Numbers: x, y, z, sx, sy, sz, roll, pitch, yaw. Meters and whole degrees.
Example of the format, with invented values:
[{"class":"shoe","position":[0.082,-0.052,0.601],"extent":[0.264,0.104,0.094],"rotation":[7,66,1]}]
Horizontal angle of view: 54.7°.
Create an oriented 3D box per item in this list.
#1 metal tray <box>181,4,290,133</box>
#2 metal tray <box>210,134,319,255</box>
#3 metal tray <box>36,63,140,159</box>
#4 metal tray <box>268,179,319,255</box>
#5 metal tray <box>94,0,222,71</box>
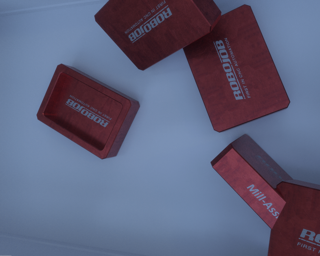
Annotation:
[{"class":"metal tray","position":[0.089,-0.069,0.376],"extent":[0.090,0.030,0.129],"rotation":[-22,83,18]},{"class":"metal tray","position":[0.120,0.067,0.331],"extent":[0.130,0.090,0.030],"rotation":[47,113,13]},{"class":"metal tray","position":[-0.105,-0.025,0.443],"extent":[0.130,0.030,0.090],"rotation":[29,99,17]},{"class":"metal tray","position":[0.160,0.101,0.256],"extent":[0.130,0.030,0.089],"rotation":[8,92,46]},{"class":"metal tray","position":[-0.008,-0.127,0.354],"extent":[0.090,0.030,0.130],"rotation":[47,145,-20]}]
